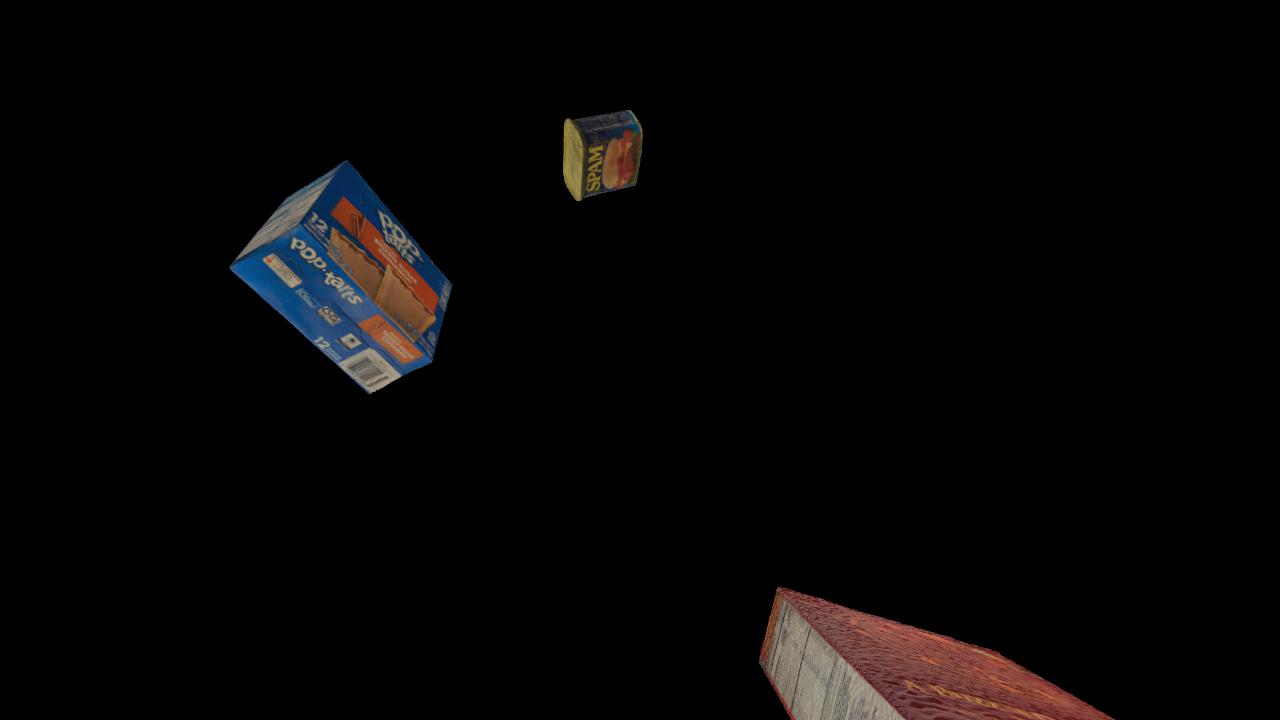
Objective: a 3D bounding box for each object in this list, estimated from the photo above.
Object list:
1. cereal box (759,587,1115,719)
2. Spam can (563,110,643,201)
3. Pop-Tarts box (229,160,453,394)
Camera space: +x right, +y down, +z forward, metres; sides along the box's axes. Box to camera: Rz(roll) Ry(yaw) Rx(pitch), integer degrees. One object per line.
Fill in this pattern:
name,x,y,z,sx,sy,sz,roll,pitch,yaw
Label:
cereal box,0.207,0.238,0.390,0.203,0.081,0.306,16,-9,2
Spam can,-0.048,-0.261,0.783,0.085,0.058,0.101,-19,-29,-21
Pop-Tarts box,-0.273,-0.080,0.597,0.083,0.167,0.141,-24,37,12
